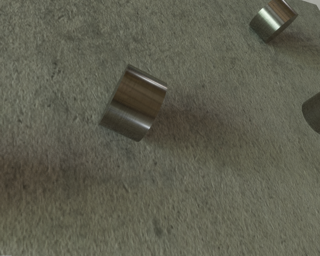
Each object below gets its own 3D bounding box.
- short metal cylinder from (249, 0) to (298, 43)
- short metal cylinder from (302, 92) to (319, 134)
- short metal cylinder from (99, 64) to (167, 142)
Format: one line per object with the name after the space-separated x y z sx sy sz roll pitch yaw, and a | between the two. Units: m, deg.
0.230 -0.219 0.630 0.081 0.080 0.050 -32 80 -38 | short metal cylinder
0.317 -0.031 0.581 0.081 0.050 0.080 14 56 -21 | short metal cylinder
-0.033 -0.030 0.370 0.050 0.080 0.080 26 53 -13 | short metal cylinder
